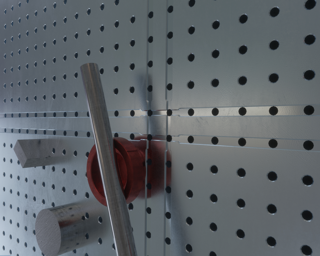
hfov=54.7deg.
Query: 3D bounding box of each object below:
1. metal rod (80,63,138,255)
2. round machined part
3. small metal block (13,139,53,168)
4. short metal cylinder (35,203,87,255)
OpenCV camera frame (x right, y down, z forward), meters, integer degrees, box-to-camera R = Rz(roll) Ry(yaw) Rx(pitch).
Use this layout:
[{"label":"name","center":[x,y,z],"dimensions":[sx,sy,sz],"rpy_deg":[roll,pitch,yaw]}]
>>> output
[{"label":"metal rod","center":[-0.066,0.056,0.408],"dimensions":[0.025,0.025,0.299],"rpy_deg":[-22,76,38]},{"label":"round machined part","center":[-0.059,0.062,0.447],"dimensions":[0.098,0.042,0.097],"rpy_deg":[0,90,40]},{"label":"small metal block","center":[-0.244,0.048,0.595],"dimensions":[0.050,0.050,0.025],"rpy_deg":[50,120,28]},{"label":"short metal cylinder","center":[-0.171,0.175,0.535],"dimensions":[0.080,0.050,0.080],"rpy_deg":[0,90,40]}]
